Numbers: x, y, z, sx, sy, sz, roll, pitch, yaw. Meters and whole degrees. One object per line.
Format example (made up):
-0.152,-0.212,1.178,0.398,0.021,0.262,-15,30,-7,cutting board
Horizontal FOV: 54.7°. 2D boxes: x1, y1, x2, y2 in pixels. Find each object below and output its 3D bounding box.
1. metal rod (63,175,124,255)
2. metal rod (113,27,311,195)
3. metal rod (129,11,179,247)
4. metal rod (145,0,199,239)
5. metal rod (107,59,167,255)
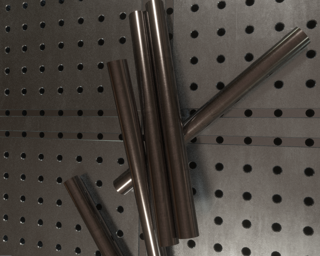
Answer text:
-0.053,0.201,0.430,0.025,0.025,0.299,-35,79,16,metal rod
0.054,-0.012,0.393,0.299,0.025,0.025,-41,78,15,metal rod
-0.010,-0.008,0.393,0.025,0.025,0.299,-12,78,19,metal rod
0.013,-0.020,0.384,0.025,0.025,0.299,-12,77,19,metal rod
-0.024,0.064,0.394,0.025,0.025,0.298,-9,97,19,metal rod
